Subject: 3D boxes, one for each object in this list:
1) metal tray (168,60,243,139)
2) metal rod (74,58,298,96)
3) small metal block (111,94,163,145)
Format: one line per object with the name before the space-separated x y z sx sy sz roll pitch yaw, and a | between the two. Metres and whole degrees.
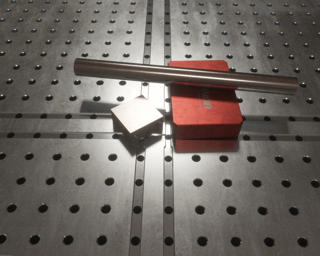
metal tray | 0.059 -0.045 0.443 0.091 0.030 0.130 -1 50 -2
metal rod | 0.032 -0.071 0.428 0.302 0.025 0.025 6 50 4
small metal block | -0.031 -0.012 0.418 0.050 0.025 0.050 -28 56 -22
